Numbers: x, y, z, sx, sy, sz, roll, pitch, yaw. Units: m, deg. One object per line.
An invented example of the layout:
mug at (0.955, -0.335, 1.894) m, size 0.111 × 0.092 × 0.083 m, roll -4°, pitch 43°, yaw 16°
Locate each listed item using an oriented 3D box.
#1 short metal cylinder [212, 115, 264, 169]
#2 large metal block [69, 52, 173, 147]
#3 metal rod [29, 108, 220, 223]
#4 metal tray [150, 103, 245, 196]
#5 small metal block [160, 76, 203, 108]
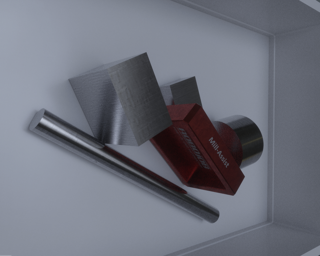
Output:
short metal cylinder at (0.104, 0.024, 0.458) m, size 0.050 × 0.080 × 0.079 m, roll -15°, pitch 100°, yaw -38°
large metal block at (-0.043, -0.029, 0.334) m, size 0.050 × 0.080 × 0.080 m, roll -33°, pitch 111°, yaw -35°
metal rod at (-0.020, 0.063, 0.390) m, size 0.301 × 0.025 × 0.025 m, roll 35°, pitch 68°, yaw -35°
metal tray at (0.040, 0.029, 0.397) m, size 0.030 × 0.090 × 0.130 m, roll -52°, pitch 121°, yaw -28°
small metal block at (0.029, -0.040, 0.430) m, size 0.050 × 0.025 × 0.050 m, roll -26°, pitch 106°, yaw -37°
